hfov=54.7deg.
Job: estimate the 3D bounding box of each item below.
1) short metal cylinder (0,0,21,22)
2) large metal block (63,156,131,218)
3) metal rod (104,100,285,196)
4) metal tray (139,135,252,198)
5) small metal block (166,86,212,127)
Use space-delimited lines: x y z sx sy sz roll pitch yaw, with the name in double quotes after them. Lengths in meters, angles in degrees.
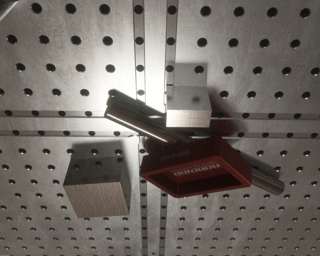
-0.168 -0.126 0.265 0.050 0.080 0.080 -32 124 24 "short metal cylinder"
-0.091 0.091 0.472 0.080 0.050 0.080 -5 130 3 "large metal block"
0.062 0.036 0.443 0.302 0.025 0.025 25 125 -21 "metal rod"
0.048 0.059 0.429 0.130 0.030 0.090 -19 136 36 "metal tray"
0.033 -0.027 0.373 0.050 0.050 0.025 1 130 -1 "small metal block"
